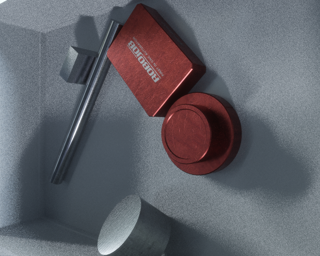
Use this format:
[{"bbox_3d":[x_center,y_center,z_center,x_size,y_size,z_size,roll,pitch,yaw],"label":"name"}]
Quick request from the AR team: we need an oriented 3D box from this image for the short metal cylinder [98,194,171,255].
[{"bbox_3d":[-0.032,0.131,0.389,0.080,0.050,0.080,-41,23,22],"label":"short metal cylinder"}]

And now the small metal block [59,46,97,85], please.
[{"bbox_3d":[-0.123,-0.097,0.489,0.025,0.050,0.050,44,116,31],"label":"small metal block"}]

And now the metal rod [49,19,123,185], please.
[{"bbox_3d":[-0.124,-0.031,0.506,0.025,0.025,0.298,41,114,32],"label":"metal rod"}]

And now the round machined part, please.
[{"bbox_3d":[0.041,0.007,0.361,0.098,0.042,0.097,0,90,39],"label":"round machined part"}]

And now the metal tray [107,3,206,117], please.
[{"bbox_3d":[-0.010,-0.089,0.410,0.090,0.030,0.130,-49,61,28],"label":"metal tray"}]
